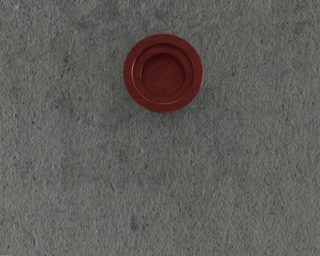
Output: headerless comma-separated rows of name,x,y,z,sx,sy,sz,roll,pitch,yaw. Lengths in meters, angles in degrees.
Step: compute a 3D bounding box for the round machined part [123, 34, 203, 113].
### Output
round machined part,0.004,-0.068,0.401,0.099,0.042,0.097,0,90,0
